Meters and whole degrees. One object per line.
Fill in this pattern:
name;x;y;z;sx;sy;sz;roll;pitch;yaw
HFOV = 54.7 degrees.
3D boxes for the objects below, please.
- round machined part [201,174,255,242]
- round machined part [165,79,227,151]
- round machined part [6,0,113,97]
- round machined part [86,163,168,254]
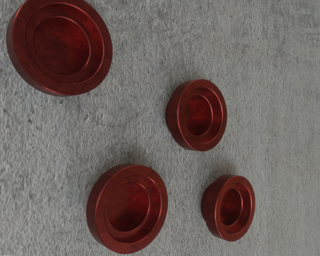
round machined part;0.101;0.120;0.479;0.099;0.042;0.097;0;90;-40
round machined part;0.046;-0.017;0.432;0.099;0.042;0.097;0;90;-40
round machined part;-0.101;-0.080;0.309;0.099;0.042;0.097;0;90;-40
round machined part;-0.041;0.090;0.359;0.099;0.042;0.097;0;90;-40
